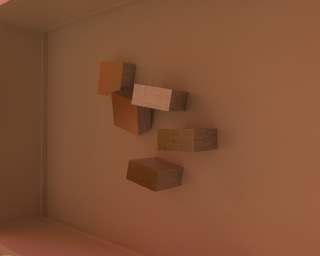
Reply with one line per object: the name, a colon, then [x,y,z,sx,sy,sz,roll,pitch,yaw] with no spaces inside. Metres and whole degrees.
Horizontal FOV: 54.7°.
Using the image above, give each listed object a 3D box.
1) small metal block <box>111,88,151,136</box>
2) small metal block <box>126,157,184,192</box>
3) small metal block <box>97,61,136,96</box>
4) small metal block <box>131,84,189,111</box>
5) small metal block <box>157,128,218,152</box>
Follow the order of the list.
small metal block: [-0.039,-0.023,0.429,0.050,0.025,0.050,22,125,37]
small metal block: [-0.006,0.058,0.396,0.050,0.050,0.025,15,100,39]
small metal block: [-0.065,-0.072,0.461,0.050,0.025,0.050,12,98,40]
small metal block: [0.001,-0.037,0.383,0.050,0.050,0.025,12,98,25]
small metal block: [0.033,0.013,0.364,0.050,0.050,0.025,-1,90,40]
